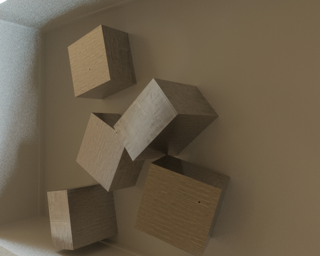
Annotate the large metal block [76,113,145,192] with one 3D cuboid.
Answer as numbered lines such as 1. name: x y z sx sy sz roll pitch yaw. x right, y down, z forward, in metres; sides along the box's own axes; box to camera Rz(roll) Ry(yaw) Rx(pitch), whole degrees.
1. large metal block: -0.067 0.032 0.443 0.080 0.050 0.079 33 110 34

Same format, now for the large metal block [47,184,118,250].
1. large metal block: -0.114 0.128 0.463 0.050 0.081 0.080 -14 81 39

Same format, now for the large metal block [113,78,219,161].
1. large metal block: 0.007 -0.008 0.363 0.080 0.081 0.050 -47 62 29

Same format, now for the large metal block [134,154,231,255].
1. large metal block: 0.026 0.085 0.353 0.080 0.050 0.079 18 102 19

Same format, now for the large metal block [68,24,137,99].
1. large metal block: -0.087 -0.094 0.460 0.080 0.050 0.080 -17 79 38
